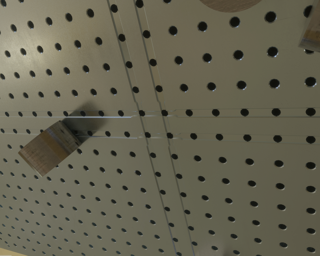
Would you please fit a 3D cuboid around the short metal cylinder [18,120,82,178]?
[{"bbox_3d":[-0.170,0.032,0.482,0.080,0.080,0.050,-33,100,38],"label":"short metal cylinder"}]

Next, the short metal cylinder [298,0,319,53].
[{"bbox_3d":[0.148,-0.095,0.239,0.050,0.080,0.079,21,126,15],"label":"short metal cylinder"}]

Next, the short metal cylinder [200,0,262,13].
[{"bbox_3d":[0.068,-0.146,0.268,0.080,0.050,0.079,13,124,20],"label":"short metal cylinder"}]
